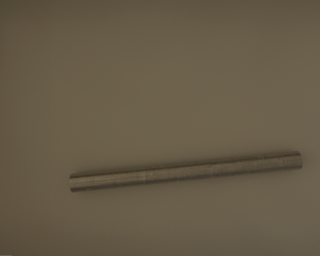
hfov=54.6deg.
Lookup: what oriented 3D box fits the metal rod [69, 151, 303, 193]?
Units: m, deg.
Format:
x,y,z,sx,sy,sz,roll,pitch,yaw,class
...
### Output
x,y,z,sx,sy,sz,roll,pitch,yaw,class
0.034,0.058,0.411,0.302,0.025,0.025,-6,90,0,metal rod
